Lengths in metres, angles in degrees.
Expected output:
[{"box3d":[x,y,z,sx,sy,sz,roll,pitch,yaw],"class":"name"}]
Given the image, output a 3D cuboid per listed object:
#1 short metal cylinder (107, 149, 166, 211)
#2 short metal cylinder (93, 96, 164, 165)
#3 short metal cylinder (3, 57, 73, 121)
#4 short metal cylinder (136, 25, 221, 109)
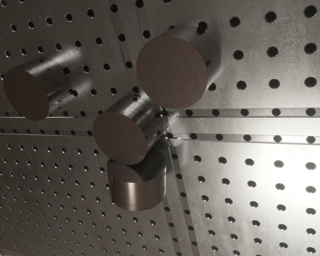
[{"box3d":[-0.032,0.069,0.433,0.080,0.080,0.050,13,124,20],"class":"short metal cylinder"},{"box3d":[-0.042,0.003,0.418,0.080,0.050,0.079,13,124,20],"class":"short metal cylinder"},{"box3d":[-0.176,-0.057,0.450,0.080,0.050,0.079,13,124,20],"class":"short metal cylinder"},{"box3d":[0.021,-0.067,0.341,0.080,0.050,0.079,13,124,20],"class":"short metal cylinder"}]
